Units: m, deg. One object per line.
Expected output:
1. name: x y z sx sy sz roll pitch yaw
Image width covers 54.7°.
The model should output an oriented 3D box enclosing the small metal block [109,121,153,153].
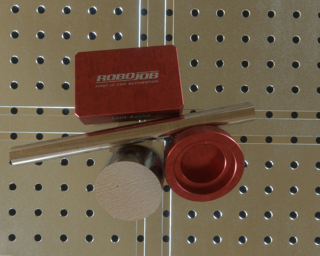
1. small metal block: -0.036 0.015 0.421 0.050 0.025 0.050 18 90 -1

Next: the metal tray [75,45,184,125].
1. metal tray: -0.040 -0.056 0.396 0.131 0.030 0.090 -5 71 -1

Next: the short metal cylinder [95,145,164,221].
1. short metal cylinder: -0.035 0.068 0.389 0.080 0.050 0.079 1 109 5

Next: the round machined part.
1. round machined part: 0.053 0.041 0.394 0.099 0.042 0.097 -2 112 -4

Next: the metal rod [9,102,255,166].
1. metal rod: -0.033 0.007 0.387 0.302 0.025 0.025 -11 90 -1
